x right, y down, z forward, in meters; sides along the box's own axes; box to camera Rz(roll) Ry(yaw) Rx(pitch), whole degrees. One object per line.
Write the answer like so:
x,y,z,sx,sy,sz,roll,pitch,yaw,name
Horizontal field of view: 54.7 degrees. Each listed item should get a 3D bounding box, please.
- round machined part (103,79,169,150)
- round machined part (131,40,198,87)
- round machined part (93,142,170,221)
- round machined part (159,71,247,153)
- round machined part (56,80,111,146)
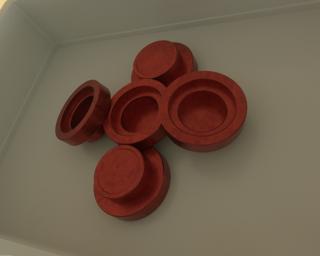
-0.023,-0.014,0.413,0.098,0.042,0.098,-13,56,21,round machined part
0.001,-0.087,0.445,0.098,0.042,0.098,-13,56,21,round machined part
-0.041,0.059,0.378,0.098,0.042,0.098,-13,56,21,round machined part
0.050,-0.016,0.365,0.098,0.042,0.098,-4,63,8,round machined part
-0.103,-0.018,0.448,0.098,0.042,0.098,-28,45,32,round machined part
